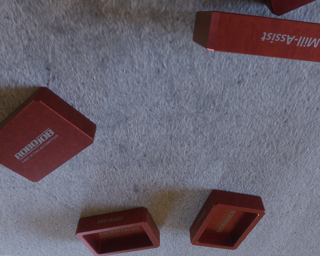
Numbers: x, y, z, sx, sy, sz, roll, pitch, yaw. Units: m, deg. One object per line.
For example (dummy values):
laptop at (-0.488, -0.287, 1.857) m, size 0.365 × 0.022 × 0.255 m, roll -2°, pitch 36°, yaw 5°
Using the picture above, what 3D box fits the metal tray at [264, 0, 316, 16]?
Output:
metal tray at (0.148, -0.167, 0.264) m, size 0.130 × 0.030 × 0.090 m, roll -21°, pitch 128°, yaw 16°

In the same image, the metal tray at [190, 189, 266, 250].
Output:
metal tray at (0.115, 0.165, 0.546) m, size 0.091 × 0.030 × 0.129 m, roll 11°, pitch 129°, yaw -10°

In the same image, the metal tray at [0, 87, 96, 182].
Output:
metal tray at (-0.162, 0.014, 0.414) m, size 0.130 × 0.030 × 0.090 m, roll -33°, pitch 123°, yaw 24°

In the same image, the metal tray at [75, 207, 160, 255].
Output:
metal tray at (-0.074, 0.192, 0.566) m, size 0.131 × 0.030 × 0.090 m, roll -13°, pitch 129°, yaw 10°

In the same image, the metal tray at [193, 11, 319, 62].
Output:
metal tray at (0.103, -0.086, 0.289) m, size 0.131 × 0.090 × 0.030 m, roll 5°, pitch 110°, yaw -5°
